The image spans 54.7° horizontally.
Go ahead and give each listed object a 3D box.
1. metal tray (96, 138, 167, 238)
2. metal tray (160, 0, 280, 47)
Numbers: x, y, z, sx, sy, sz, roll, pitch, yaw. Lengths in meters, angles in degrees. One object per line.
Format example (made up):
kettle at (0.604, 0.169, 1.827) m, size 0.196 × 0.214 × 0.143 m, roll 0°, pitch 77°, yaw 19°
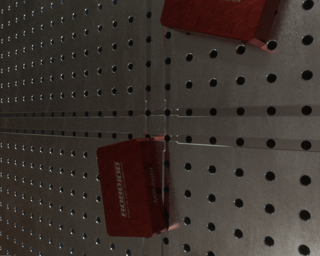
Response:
metal tray at (-0.043, 0.085, 0.439) m, size 0.090 × 0.030 × 0.129 m, roll -15°, pitch 81°, yaw 38°
metal tray at (0.067, -0.149, 0.350) m, size 0.130 × 0.030 × 0.089 m, roll 25°, pitch 105°, yaw 37°
